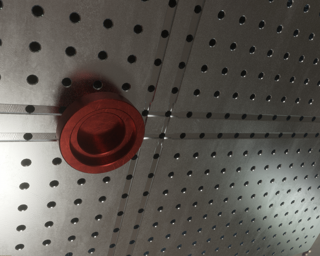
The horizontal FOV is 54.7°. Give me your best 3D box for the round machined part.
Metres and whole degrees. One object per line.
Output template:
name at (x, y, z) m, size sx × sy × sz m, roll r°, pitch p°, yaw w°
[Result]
round machined part at (-0.071, 0.002, 0.364) m, size 0.099 × 0.042 × 0.097 m, roll -14°, pitch 125°, yaw -21°
